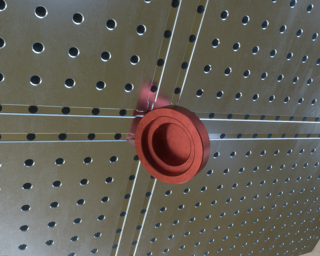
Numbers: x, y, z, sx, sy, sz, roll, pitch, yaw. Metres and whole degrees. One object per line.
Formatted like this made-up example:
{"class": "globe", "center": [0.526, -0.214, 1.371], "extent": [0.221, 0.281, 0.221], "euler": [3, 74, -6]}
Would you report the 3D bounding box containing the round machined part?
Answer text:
{"class": "round machined part", "center": [0.020, 0.019, 0.398], "extent": [0.042, 0.098, 0.097], "euler": [-21, 134, -56]}
